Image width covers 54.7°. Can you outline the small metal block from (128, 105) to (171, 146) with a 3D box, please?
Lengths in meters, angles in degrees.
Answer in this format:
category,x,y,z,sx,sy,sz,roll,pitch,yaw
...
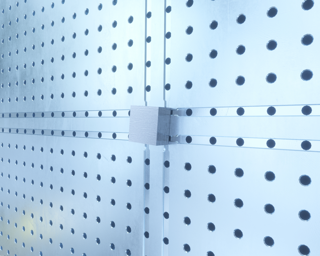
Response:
category,x,y,z,sx,sy,sz,roll,pitch,yaw
small metal block,-0.015,-0.004,0.419,0.050,0.025,0.050,7,94,39
